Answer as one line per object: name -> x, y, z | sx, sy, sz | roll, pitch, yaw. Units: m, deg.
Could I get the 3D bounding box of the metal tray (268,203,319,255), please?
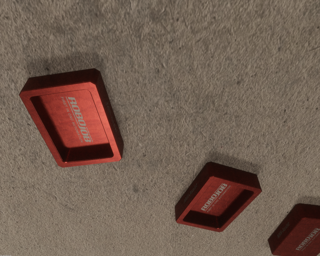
metal tray -> 0.270, 0.194, 0.573 | 0.091, 0.030, 0.129 | 8, 130, -8

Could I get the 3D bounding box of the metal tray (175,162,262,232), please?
metal tray -> 0.090, 0.117, 0.504 | 0.091, 0.030, 0.129 | 17, 128, -15

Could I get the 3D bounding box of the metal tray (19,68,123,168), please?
metal tray -> -0.106, -0.007, 0.395 | 0.090, 0.030, 0.129 | -7, 130, 5
